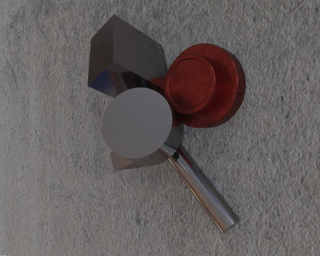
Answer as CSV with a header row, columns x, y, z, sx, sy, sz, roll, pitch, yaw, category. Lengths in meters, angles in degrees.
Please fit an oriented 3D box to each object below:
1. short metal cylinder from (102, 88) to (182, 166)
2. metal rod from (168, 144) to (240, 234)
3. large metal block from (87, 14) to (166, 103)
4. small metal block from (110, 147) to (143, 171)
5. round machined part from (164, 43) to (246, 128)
x,y,z,sx,sy,sz,roll,pitch,yaw,category
-0.019,0.000,0.356,0.080,0.050,0.080,-4,73,15,short metal cylinder
-0.003,0.003,0.408,0.025,0.025,0.300,-52,60,27,metal rod
-0.040,-0.080,0.388,0.050,0.080,0.080,-33,48,36,large metal block
-0.029,0.036,0.413,0.050,0.050,0.025,-26,73,36,small metal block
0.044,-0.049,0.357,0.098,0.042,0.097,0,90,39,round machined part
